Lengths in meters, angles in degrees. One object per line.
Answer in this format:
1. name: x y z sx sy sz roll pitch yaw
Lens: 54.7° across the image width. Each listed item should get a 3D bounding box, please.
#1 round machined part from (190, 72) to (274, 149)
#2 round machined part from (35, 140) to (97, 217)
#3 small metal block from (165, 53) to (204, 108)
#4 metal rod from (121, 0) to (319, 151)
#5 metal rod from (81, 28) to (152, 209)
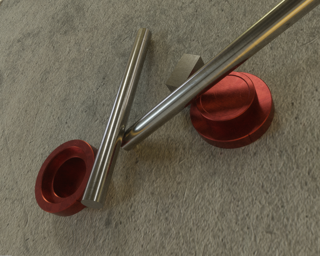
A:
1. round machined part: 0.081 -0.028 0.367 0.098 0.042 0.098 -13 56 20
2. round machined part: -0.112 0.068 0.407 0.098 0.042 0.098 -16 54 24
3. small metal block: 0.039 -0.060 0.405 0.025 0.050 0.050 19 72 35
4. metal rod: 0.055 -0.059 0.343 0.299 0.025 0.025 -38 48 30
5. metal rod: -0.050 -0.036 0.426 0.025 0.025 0.300 -7 50 24
